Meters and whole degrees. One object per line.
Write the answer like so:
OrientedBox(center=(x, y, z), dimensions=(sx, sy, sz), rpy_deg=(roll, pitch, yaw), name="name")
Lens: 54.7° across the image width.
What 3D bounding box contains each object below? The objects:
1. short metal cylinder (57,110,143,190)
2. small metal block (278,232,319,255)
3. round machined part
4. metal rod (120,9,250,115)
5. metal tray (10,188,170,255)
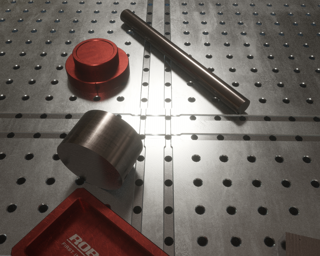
OrientedBox(center=(-0.066, 0.026, 0.350), dimensions=(0.080, 0.080, 0.050), rpy_deg=(19, 53, 14), name="short metal cylinder")
OrientedBox(center=(0.143, 0.134, 0.297), dimensions=(0.050, 0.025, 0.050), rpy_deg=(11, 51, 8), name="small metal block")
OrientedBox(center=(-0.098, -0.103, 0.482), dimensions=(0.099, 0.042, 0.098), rpy_deg=(0, 50, 0), name="round machined part")
OrientedBox(center=(0.026, -0.121, 0.509), dimensions=(0.025, 0.025, 0.300), rpy_deg=(-30, 57, -23), name="metal rod")
OrientedBox(center=(-0.062, 0.128, 0.295), dimensions=(0.130, 0.030, 0.090), rpy_deg=(31, 56, 23), name="metal tray")
